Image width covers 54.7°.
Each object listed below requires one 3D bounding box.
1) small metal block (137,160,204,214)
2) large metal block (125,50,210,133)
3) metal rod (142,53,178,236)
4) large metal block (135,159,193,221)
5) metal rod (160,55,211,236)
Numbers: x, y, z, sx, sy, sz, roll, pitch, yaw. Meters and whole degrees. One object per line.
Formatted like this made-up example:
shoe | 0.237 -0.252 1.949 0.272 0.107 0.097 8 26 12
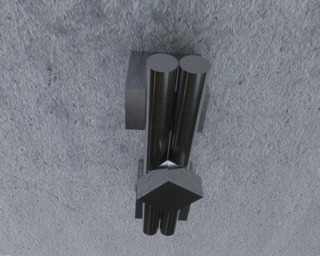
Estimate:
small metal block | 0.010 0.066 0.336 0.050 0.025 0.050 30 130 -30
large metal block | 0.006 -0.042 0.338 0.081 0.080 0.050 3 130 -3
metal rod | -0.006 0.049 0.354 0.025 0.025 0.298 2 137 -2
large metal block | 0.005 0.096 0.473 0.081 0.050 0.079 4 130 -4
metal rod | 0.020 0.050 0.356 0.025 0.025 0.298 2 137 -2
